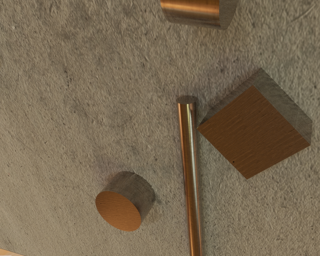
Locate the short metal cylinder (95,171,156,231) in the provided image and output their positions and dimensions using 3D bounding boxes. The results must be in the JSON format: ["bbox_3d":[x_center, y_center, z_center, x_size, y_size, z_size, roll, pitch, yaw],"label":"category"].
[{"bbox_3d":[-0.054,0.116,0.491,0.080,0.050,0.079,13,124,21],"label":"short metal cylinder"}]

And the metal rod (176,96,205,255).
[{"bbox_3d":[0.047,0.096,0.441,0.025,0.025,0.298,7,122,24],"label":"metal rod"}]

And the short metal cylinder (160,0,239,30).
[{"bbox_3d":[0.039,-0.130,0.270,0.050,0.080,0.079,15,125,20],"label":"short metal cylinder"}]

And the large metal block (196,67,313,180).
[{"bbox_3d":[0.102,-0.003,0.335,0.080,0.050,0.080,45,129,-4],"label":"large metal block"}]
